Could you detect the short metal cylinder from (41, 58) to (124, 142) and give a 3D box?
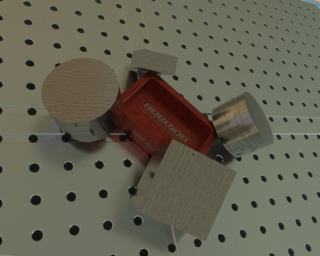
[{"bbox_3d":[-0.083,-0.031,0.347,0.081,0.050,0.080,0,65,0],"label":"short metal cylinder"}]

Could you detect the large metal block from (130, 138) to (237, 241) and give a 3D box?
[{"bbox_3d":[0.024,0.065,0.343,0.080,0.050,0.080,28,83,-11],"label":"large metal block"}]

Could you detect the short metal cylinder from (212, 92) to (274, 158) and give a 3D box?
[{"bbox_3d":[0.117,-0.004,0.438,0.080,0.050,0.080,38,37,-35],"label":"short metal cylinder"}]

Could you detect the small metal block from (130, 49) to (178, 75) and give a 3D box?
[{"bbox_3d":[-0.010,-0.093,0.440,0.050,0.050,0.025,8,96,-24],"label":"small metal block"}]

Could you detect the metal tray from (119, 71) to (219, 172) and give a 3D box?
[{"bbox_3d":[0.007,-0.007,0.412,0.130,0.030,0.090,41,51,0],"label":"metal tray"}]
